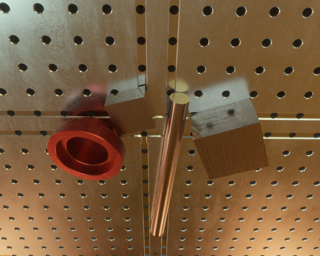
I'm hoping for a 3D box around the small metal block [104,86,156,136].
[{"bbox_3d":[-0.036,-0.021,0.393,0.050,0.025,0.050,-12,129,9],"label":"small metal block"}]

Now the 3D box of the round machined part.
[{"bbox_3d":[-0.094,0.023,0.413,0.099,0.042,0.097,6,135,6],"label":"round machined part"}]

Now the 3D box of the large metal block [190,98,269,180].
[{"bbox_3d":[0.092,0.016,0.410,0.080,0.050,0.080,-16,129,13],"label":"large metal block"}]

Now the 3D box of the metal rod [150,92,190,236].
[{"bbox_3d":[0.009,0.076,0.476,0.025,0.025,0.298,4,130,-4],"label":"metal rod"}]
